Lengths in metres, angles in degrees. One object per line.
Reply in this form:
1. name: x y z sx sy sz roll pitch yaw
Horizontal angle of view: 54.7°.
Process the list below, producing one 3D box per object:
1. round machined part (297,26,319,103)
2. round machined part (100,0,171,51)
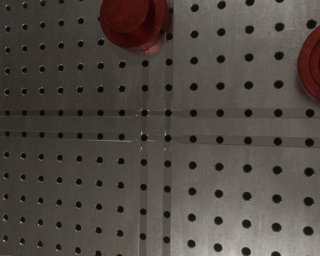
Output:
1. round machined part: 0.201 -0.068 0.333 0.098 0.042 0.097 0 90 19
2. round machined part: -0.039 -0.157 0.416 0.098 0.042 0.097 0 90 19
